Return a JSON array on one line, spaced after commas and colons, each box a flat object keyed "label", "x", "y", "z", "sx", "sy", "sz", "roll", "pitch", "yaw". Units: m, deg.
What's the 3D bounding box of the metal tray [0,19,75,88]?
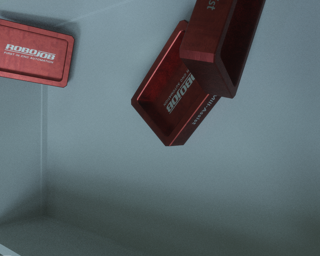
[{"label": "metal tray", "x": -0.218, "y": -0.124, "z": 0.519, "sx": 0.030, "sy": 0.131, "sz": 0.089, "roll": -142, "pitch": 63, "yaw": -66}]

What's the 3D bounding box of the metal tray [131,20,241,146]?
[{"label": "metal tray", "x": 0.027, "y": -0.052, "z": 0.381, "sx": 0.090, "sy": 0.030, "sz": 0.129, "roll": 50, "pitch": 119, "yaw": 28}]

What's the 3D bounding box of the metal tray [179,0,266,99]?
[{"label": "metal tray", "x": 0.065, "y": -0.103, "z": 0.284, "sx": 0.030, "sy": 0.090, "sz": 0.130, "roll": 15, "pitch": 81, "yaw": 26}]
